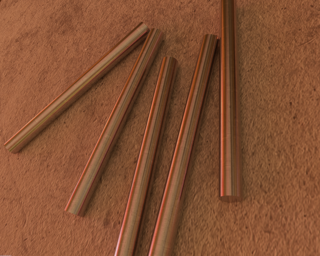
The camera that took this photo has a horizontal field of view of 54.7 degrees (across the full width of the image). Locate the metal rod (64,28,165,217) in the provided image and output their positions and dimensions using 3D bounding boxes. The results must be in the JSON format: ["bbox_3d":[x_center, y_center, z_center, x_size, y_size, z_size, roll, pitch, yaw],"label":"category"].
[{"bbox_3d":[-0.057,-0.021,0.445,0.025,0.025,0.300,9,66,32],"label":"metal rod"}]

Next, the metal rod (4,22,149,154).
[{"bbox_3d":[-0.134,-0.067,0.512,0.300,0.025,0.025,-42,51,-1],"label":"metal rod"}]

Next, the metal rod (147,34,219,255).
[{"bbox_3d":[0.035,0.006,0.380,0.025,0.025,0.300,2,62,29],"label":"metal rod"}]

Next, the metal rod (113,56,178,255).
[{"bbox_3d":[-0.015,0.035,0.388,0.025,0.025,0.300,-2,61,27],"label":"metal rod"}]

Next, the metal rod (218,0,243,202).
[{"bbox_3d":[0.088,-0.057,0.392,0.025,0.025,0.299,-8,58,24],"label":"metal rod"}]
